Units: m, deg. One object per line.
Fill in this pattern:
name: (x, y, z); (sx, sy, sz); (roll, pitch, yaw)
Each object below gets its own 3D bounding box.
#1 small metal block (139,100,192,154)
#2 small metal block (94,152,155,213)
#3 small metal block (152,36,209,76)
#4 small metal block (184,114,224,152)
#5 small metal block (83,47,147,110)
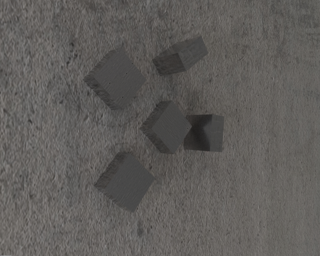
small metal block: (0.009, -0.001, 0.412); (0.050, 0.025, 0.050); (50, 60, -28)
small metal block: (-0.041, 0.064, 0.370); (0.050, 0.025, 0.050); (49, 61, -29)
small metal block: (0.027, -0.095, 0.410); (0.050, 0.050, 0.025); (-42, 116, -32)
small metal block: (0.062, 0.007, 0.440); (0.025, 0.050, 0.050); (7, 86, -40)
small metal block: (-0.051, -0.056, 0.361); (0.050, 0.025, 0.050); (50, 61, -29)
